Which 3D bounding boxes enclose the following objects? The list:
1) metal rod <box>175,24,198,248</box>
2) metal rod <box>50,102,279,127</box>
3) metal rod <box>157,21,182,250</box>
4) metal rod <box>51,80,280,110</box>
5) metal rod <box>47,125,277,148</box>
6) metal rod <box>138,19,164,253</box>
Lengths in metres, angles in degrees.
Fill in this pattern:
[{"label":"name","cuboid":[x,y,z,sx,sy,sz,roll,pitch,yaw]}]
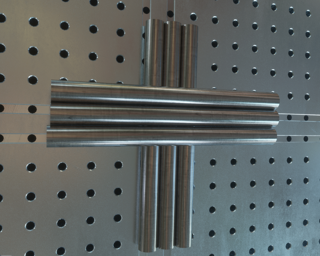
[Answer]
[{"label":"metal rod","cuboid":[0.036,0.010,0.425,0.025,0.025,0.298,2,89,-20]},{"label":"metal rod","cuboid":[0.021,-0.015,0.393,0.302,0.025,0.025,1,90,-20]},{"label":"metal rod","cuboid":[0.012,0.009,0.417,0.025,0.025,0.298,2,89,-20]},{"label":"metal rod","cuboid":[0.022,-0.040,0.394,0.302,0.025,0.025,1,90,-20]},{"label":"metal rod","cuboid":[0.017,0.010,0.392,0.302,0.025,0.025,1,90,-20]},{"label":"metal rod","cuboid":[-0.011,0.009,0.408,0.025,0.025,0.298,2,89,-20]}]
